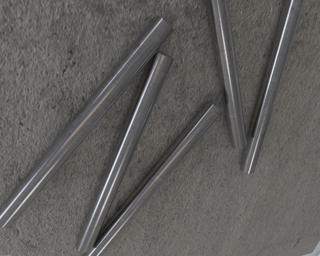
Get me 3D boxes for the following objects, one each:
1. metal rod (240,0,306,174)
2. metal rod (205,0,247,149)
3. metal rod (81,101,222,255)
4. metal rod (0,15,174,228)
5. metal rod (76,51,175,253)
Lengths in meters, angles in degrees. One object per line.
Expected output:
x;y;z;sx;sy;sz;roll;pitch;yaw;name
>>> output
0.163;-0.058;0.459;0.025;0.025;0.298;-9;122;-24;metal rod
0.085;-0.086;0.399;0.025;0.025;0.299;-28;128;-11;metal rod
-0.016;0.086;0.450;0.025;0.025;0.299;32;100;-38;metal rod
-0.091;-0.002;0.355;0.299;0.025;0.025;-49;129;6;metal rod
-0.053;0.044;0.404;0.025;0.025;0.298;11;113;-33;metal rod
